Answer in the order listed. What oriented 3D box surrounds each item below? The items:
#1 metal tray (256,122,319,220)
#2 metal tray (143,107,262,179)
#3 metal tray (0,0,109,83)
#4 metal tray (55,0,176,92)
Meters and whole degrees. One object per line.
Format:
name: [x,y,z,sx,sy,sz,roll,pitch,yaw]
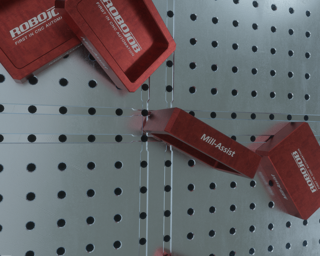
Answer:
metal tray: [0.219,0.066,0.490,0.090,0.030,0.130,-35,102,-17]
metal tray: [0.051,0.019,0.396,0.131,0.090,0.030,29,81,-18]
metal tray: [-0.137,-0.124,0.359,0.131,0.030,0.090,-38,102,-16]
metal tray: [-0.045,-0.117,0.364,0.090,0.030,0.130,-48,130,-13]
